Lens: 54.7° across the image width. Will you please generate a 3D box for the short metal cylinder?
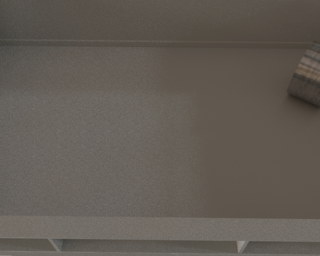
[{"bbox_3d":[0.222,-0.075,0.434,0.050,0.080,0.080,30,56,22],"label":"short metal cylinder"}]
